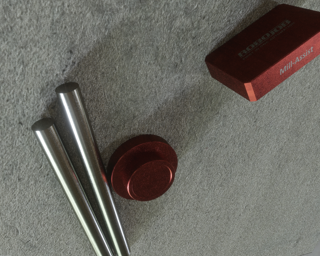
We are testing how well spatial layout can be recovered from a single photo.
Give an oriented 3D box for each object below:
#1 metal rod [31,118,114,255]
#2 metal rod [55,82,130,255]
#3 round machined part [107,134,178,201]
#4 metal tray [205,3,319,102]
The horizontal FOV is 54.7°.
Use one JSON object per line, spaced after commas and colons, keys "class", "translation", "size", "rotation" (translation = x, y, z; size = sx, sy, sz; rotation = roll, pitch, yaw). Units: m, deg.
{"class": "metal rod", "translation": [-0.102, 0.115, 0.421], "size": [0.025, 0.025, 0.298], "rotation": [-23, 127, -15]}
{"class": "metal rod", "translation": [-0.079, 0.078, 0.412], "size": [0.025, 0.025, 0.298], "rotation": [-21, 127, -16]}
{"class": "round machined part", "translation": [-0.019, 0.061, 0.423], "size": [0.099, 0.042, 0.097], "rotation": [-14, 124, -21]}
{"class": "metal tray", "translation": [0.132, -0.096, 0.377], "size": [0.130, 0.090, 0.030], "rotation": [-36, 129, -4]}
